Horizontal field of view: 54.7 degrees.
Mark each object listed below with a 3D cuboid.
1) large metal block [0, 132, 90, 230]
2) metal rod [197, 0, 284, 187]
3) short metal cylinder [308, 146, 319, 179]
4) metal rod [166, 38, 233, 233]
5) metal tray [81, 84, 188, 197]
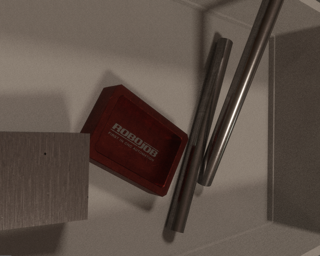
[{"bbox_3d":[-0.113,0.044,0.288,0.081,0.050,0.079,2,89,-30],"label":"large metal block"},{"bbox_3d":[0.108,-0.054,0.420,0.025,0.025,0.298,1,114,-40],"label":"metal rod"},{"bbox_3d":[0.390,0.080,0.706,0.050,0.080,0.080,10,84,-40],"label":"short metal cylinder"},{"bbox_3d":[0.062,0.002,0.461,0.025,0.025,0.299,27,73,-37],"label":"metal rod"},{"bbox_3d":[-0.029,0.019,0.380,0.130,0.030,0.090,36,68,-34],"label":"metal tray"}]
